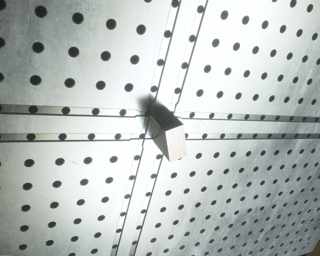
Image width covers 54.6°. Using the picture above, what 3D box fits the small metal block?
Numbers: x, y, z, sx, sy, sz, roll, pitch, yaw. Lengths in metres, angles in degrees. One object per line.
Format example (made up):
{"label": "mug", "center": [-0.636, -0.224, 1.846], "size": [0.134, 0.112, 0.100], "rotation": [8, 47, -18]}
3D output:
{"label": "small metal block", "center": [0.010, 0.008, 0.405], "size": [0.025, 0.050, 0.050], "rotation": [-21, 127, -16]}
